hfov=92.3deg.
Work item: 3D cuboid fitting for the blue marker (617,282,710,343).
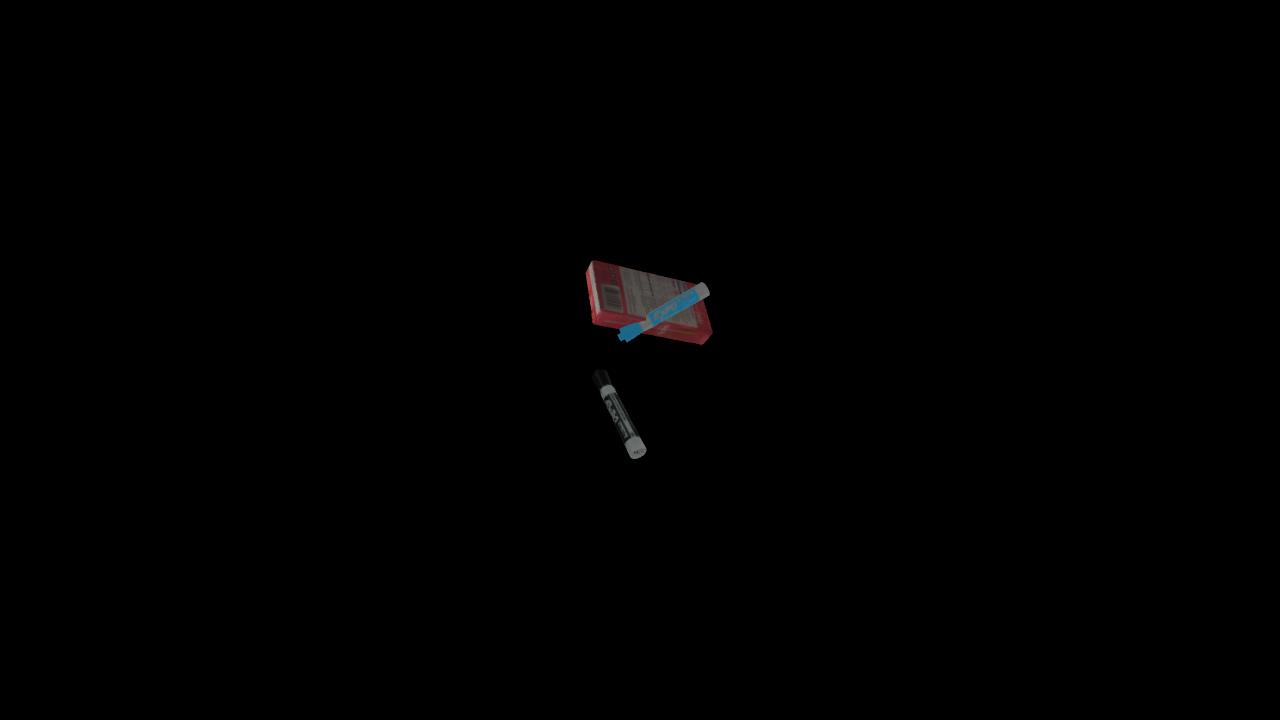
[{"bbox_3d":[0.027,-0.056,0.728,0.121,0.020,0.020,-30,5,-8],"label":"blue marker"}]

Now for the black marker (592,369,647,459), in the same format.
[{"bbox_3d":[-0.025,0.055,0.666,0.020,0.020,0.121,0,43,-32],"label":"black marker"}]

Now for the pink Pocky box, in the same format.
[{"bbox_3d":[0.011,-0.069,0.756,0.155,0.084,0.029,9,-40,-26],"label":"pink Pocky box"}]
